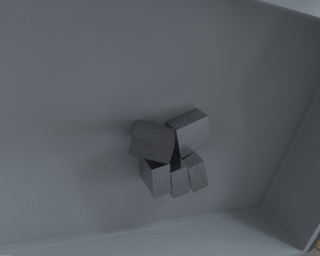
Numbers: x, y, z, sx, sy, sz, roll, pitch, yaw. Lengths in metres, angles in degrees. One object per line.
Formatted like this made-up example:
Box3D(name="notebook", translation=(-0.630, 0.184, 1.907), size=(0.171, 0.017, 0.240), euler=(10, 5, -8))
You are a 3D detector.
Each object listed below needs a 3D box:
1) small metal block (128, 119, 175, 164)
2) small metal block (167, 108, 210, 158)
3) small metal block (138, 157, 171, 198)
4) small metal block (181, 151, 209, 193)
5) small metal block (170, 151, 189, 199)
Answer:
Box3D(name="small metal block", translation=(-0.009, 0.016, 0.386), size=(0.050, 0.050, 0.025), euler=(14, 114, -4))
Box3D(name="small metal block", translation=(0.041, 0.007, 0.434), size=(0.050, 0.025, 0.050), euler=(-25, 128, -18))
Box3D(name="small metal block", translation=(-0.008, 0.058, 0.424), size=(0.025, 0.050, 0.050), euler=(-16, 125, -19))
Box3D(name="small metal block", translation=(0.044, 0.057, 0.451), size=(0.025, 0.050, 0.050), euler=(-26, 128, -12))
Box3D(name="small metal block", translation=(0.017, 0.063, 0.441), size=(0.025, 0.050, 0.050), euler=(-19, 126, -17))
